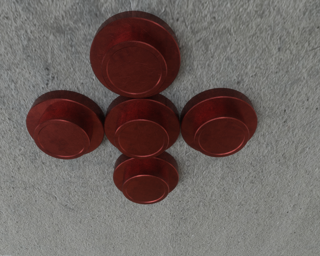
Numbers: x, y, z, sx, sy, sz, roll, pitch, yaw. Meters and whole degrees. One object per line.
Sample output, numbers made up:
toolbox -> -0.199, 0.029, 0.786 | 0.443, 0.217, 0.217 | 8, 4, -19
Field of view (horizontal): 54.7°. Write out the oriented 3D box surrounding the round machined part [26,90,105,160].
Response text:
round machined part -> -0.122, 0.003, 0.398 | 0.099, 0.042, 0.097 | -1, 130, 0

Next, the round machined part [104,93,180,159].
round machined part -> -0.023, 0.003, 0.400 | 0.099, 0.042, 0.097 | -1, 130, 0

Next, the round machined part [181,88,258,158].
round machined part -> 0.076, 0.000, 0.399 | 0.099, 0.042, 0.097 | -1, 130, 0

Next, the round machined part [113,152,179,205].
round machined part -> -0.021, 0.078, 0.463 | 0.099, 0.042, 0.097 | -1, 130, 0

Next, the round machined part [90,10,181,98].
round machined part -> -0.027, -0.072, 0.336 | 0.099, 0.042, 0.097 | -1, 130, 0
